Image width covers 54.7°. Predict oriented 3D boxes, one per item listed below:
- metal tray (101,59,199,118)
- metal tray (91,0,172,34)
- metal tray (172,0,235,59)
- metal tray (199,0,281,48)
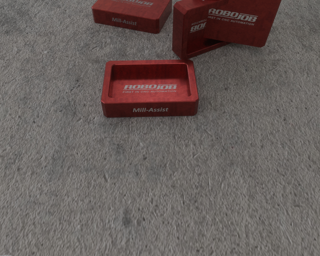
[{"bbox_3d":[-0.014,-0.059,0.448,0.131,0.030,0.090,-1,50,-1],"label":"metal tray"},{"bbox_3d":[-0.051,-0.226,0.590,0.131,0.030,0.090,14,51,11],"label":"metal tray"},{"bbox_3d":[0.084,-0.172,0.506,0.131,0.090,0.030,-24,54,-19],"label":"metal tray"},{"bbox_3d":[0.116,-0.186,0.499,0.131,0.089,0.030,11,47,5],"label":"metal tray"}]
